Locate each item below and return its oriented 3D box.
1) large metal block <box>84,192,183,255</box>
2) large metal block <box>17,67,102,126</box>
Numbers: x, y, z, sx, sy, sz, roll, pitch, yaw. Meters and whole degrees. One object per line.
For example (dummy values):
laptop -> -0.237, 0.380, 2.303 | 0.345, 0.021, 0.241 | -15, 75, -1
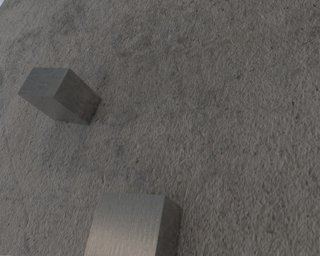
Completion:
large metal block -> -0.027, 0.116, 0.331 | 0.080, 0.050, 0.080 | -3, 60, 26
large metal block -> -0.153, -0.049, 0.479 | 0.080, 0.080, 0.050 | 8, 66, 31
